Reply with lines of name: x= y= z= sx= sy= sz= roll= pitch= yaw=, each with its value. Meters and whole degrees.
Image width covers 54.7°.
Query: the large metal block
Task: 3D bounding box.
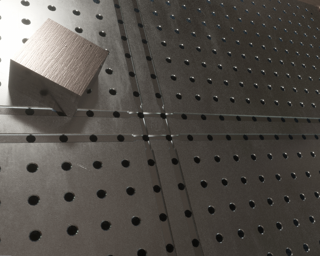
large metal block: x=-0.120 y=-0.071 z=0.372 sx=0.080 sy=0.050 sz=0.080 roll=28 pitch=52 yaw=-11
